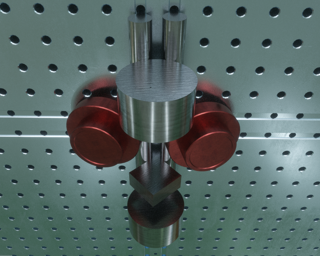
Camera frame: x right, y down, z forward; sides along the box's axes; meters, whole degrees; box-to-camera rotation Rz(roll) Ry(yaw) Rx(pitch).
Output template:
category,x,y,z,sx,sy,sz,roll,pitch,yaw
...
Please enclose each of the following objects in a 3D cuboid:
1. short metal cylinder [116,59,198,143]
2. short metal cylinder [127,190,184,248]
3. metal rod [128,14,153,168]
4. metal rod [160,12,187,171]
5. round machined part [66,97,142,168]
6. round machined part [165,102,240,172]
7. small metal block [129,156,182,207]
category,x,y,z,sx,sy,sz,roll,pitch,yaw
short metal cylinder,-0.003,-0.030,0.321,0.081,0.080,0.050,1,130,-1
short metal cylinder,-0.006,0.126,0.454,0.081,0.080,0.050,1,130,-1
metal rod,-0.022,0.002,0.411,0.025,0.025,0.298,0,130,-1
metal rod,0.013,0.000,0.411,0.025,0.025,0.298,0,130,-1
round machined part,-0.074,0.012,0.394,0.098,0.042,0.097,9,131,10
round machined part,0.058,0.018,0.399,0.099,0.042,0.097,-10,132,-11
small metal block,-0.007,0.072,0.425,0.050,0.050,0.025,-29,139,-32
